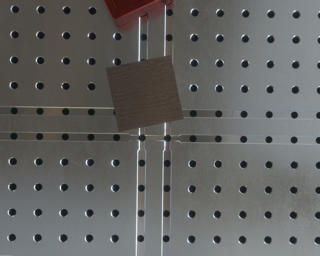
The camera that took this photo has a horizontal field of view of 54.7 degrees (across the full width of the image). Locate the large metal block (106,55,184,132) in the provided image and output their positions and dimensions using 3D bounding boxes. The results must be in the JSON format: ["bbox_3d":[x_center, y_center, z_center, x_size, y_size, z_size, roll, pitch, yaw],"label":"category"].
[{"bbox_3d":[-0.019,-0.042,0.401,0.080,0.050,0.080,-12,90,-1],"label":"large metal block"}]

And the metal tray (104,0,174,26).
[{"bbox_3d":[-0.046,-0.214,0.410,0.090,0.030,0.129,-25,90,-1],"label":"metal tray"}]
